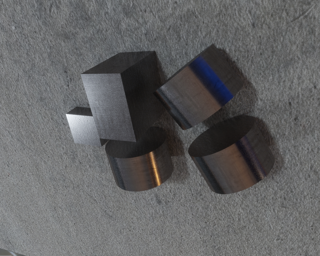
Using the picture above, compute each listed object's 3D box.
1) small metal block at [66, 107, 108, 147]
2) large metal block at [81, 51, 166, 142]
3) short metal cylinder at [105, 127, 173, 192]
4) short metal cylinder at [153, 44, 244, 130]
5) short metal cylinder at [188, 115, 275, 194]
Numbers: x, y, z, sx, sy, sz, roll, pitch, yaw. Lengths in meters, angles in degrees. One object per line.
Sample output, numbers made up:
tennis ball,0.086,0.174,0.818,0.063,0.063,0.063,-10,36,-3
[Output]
small metal block,-0.106,-0.002,0.461,0.050,0.025,0.050,6,121,25
large metal block,-0.039,-0.040,0.367,0.050,0.080,0.079,4,120,26
short metal cylinder,-0.026,0.039,0.409,0.080,0.080,0.050,2,119,27
short metal cylinder,0.039,-0.043,0.325,0.080,0.080,0.050,-34,100,38
short metal cylinder,0.079,0.028,0.347,0.080,0.080,0.050,-22,107,36
